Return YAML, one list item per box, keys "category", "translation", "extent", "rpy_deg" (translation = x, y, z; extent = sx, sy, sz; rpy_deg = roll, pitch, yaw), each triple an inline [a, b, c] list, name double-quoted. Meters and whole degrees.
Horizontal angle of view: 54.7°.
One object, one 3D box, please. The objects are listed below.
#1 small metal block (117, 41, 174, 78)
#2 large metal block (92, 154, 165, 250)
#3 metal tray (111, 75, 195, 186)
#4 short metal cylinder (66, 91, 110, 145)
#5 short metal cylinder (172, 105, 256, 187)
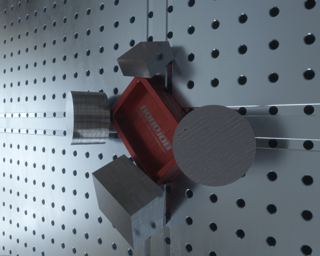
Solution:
- category: "small metal block"
  translation: [-0.019, -0.090, 0.405]
  extent: [0.050, 0.050, 0.025]
  rpy_deg: [12, 135, 39]
- category: "large metal block"
  translation: [-0.041, 0.095, 0.404]
  extent: [0.080, 0.050, 0.079]
  rpy_deg: [38, 144, 33]
- category: "metal tray"
  translation: [-0.010, 0.000, 0.413]
  extent: [0.090, 0.030, 0.130]
  rpy_deg: [-49, 61, 29]
- category: "short metal cylinder"
  translation: [-0.110, -0.015, 0.465]
  extent: [0.080, 0.050, 0.079]
  rpy_deg: [180, 90, -65]
- category: "short metal cylinder"
  translation: [0.058, 0.017, 0.325]
  extent: [0.080, 0.050, 0.079]
  rpy_deg: [0, 90, 13]
